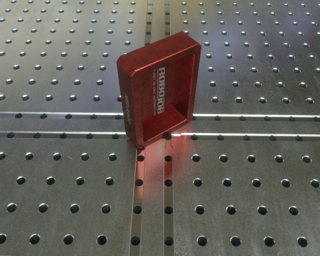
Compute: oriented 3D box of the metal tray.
[{"bbox_3d":[0.000,-0.041,0.374,0.091,0.129,0.030,-28,56,-22],"label":"metal tray"}]
